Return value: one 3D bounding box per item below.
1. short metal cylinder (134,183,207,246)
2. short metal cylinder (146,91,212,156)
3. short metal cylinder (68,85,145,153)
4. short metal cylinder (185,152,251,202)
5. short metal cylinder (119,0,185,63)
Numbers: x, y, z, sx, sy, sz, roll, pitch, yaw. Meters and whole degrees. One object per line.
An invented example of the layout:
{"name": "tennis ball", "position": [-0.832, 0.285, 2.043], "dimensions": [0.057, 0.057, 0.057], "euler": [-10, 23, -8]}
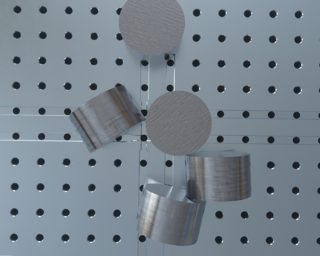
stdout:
{"name": "short metal cylinder", "position": [0.013, 0.105, 0.386], "dimensions": [0.080, 0.080, 0.050], "euler": [13, 90, 0]}
{"name": "short metal cylinder", "position": [0.023, -0.006, 0.401], "dimensions": [0.081, 0.050, 0.079], "euler": [0, 90, 0]}
{"name": "short metal cylinder", "position": [-0.065, -0.011, 0.385], "dimensions": [0.080, 0.080, 0.050], "euler": [-32, 90, 0]}
{"name": "short metal cylinder", "position": [0.072, 0.057, 0.386], "dimensions": [0.081, 0.080, 0.050], "euler": [-2, 90, 0]}
{"name": "short metal cylinder", "position": [-0.010, -0.128, 0.401], "dimensions": [0.081, 0.050, 0.079], "euler": [0, 90, 0]}
